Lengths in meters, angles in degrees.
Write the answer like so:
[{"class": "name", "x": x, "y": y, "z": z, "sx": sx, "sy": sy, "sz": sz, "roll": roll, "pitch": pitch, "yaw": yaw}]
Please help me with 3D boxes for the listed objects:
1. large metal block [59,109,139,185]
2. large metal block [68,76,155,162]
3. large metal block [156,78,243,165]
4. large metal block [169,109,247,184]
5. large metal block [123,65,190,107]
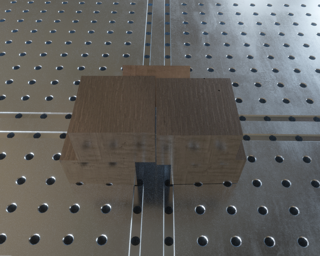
[{"class": "large metal block", "x": -0.066, "y": 0.020, "z": 0.374, "sx": 0.081, "sy": 0.050, "sz": 0.080, "roll": 1, "pitch": 50, "yaw": 0}, {"class": "large metal block", "x": -0.045, "y": -0.010, "z": 0.331, "sx": 0.081, "sy": 0.050, "sz": 0.080, "roll": 0, "pitch": 50, "yaw": -1}, {"class": "large metal block", "x": 0.037, "y": -0.008, "z": 0.331, "sx": 0.081, "sy": 0.050, "sz": 0.080, "roll": 0, "pitch": 50, "yaw": -1}, {"class": "large metal block", "x": 0.052, "y": 0.020, "z": 0.375, "sx": 0.081, "sy": 0.050, "sz": 0.080, "roll": -1, "pitch": 50, "yaw": -1}, {"class": "large metal block", "x": -0.004, "y": -0.056, "z": 0.411, "sx": 0.081, "sy": 0.050, "sz": 0.080, "roll": 0, "pitch": 8, "yaw": 0}]
